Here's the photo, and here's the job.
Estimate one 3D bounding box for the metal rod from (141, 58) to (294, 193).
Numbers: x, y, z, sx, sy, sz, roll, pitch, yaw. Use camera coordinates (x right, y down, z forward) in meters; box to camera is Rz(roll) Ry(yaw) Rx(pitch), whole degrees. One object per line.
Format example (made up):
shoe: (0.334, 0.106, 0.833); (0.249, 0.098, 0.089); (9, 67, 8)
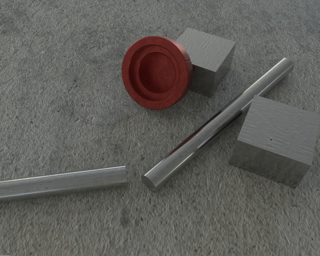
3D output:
metal rod: (0.094, -0.018, 0.419); (0.025, 0.025, 0.302); (37, 59, 27)

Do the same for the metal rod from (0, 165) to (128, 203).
metal rod: (-0.188, 0.071, 0.340); (0.302, 0.025, 0.025); (-6, 51, -6)

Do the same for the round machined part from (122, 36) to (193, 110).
round machined part: (0.000, -0.077, 0.430); (0.098, 0.097, 0.042); (23, 23, 18)

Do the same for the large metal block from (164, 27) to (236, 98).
large metal block: (0.060, -0.101, 0.473); (0.080, 0.050, 0.080); (23, 54, 18)

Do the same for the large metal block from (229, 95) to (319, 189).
large metal block: (0.139, 0.015, 0.377); (0.080, 0.050, 0.080); (20, 53, 16)
